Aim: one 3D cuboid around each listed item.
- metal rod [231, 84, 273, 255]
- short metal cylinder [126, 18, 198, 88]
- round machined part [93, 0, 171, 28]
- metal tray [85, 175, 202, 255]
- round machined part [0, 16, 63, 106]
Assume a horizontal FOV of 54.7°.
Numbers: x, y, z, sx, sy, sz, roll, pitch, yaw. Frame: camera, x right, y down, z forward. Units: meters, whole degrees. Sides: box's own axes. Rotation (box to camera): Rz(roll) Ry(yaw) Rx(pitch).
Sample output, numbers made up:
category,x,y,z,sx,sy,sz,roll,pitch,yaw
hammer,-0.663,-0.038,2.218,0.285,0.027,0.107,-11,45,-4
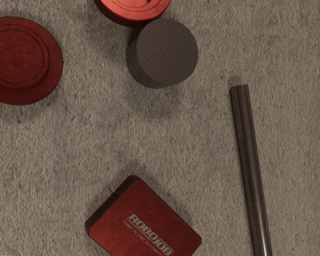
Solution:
category,x,y,z,sx,sy,sz,roll,pitch,yaw
metal rod,0.140,0.085,0.462,0.025,0.025,0.298,-11,94,-20
short metal cylinder,0.002,-0.093,0.397,0.081,0.050,0.079,0,90,-21
round machined part,-0.037,-0.170,0.382,0.099,0.042,0.097,2,83,-16
metal tray,-0.019,0.136,0.401,0.090,0.030,0.130,-47,105,-14
round machined part,-0.158,-0.075,0.342,0.099,0.042,0.097,0,90,-21
